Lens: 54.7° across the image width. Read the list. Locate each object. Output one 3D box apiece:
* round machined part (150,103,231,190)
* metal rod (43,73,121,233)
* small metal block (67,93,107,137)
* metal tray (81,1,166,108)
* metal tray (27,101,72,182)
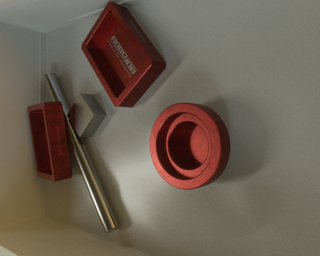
[{"bbox_3d":[0.038,0.020,0.363,0.098,0.042,0.097,0,90,39],"label":"round machined part"},{"bbox_3d":[-0.136,0.029,0.516,0.025,0.025,0.299,-42,65,31],"label":"metal rod"},{"bbox_3d":[-0.120,-0.020,0.503,0.050,0.025,0.050,-52,60,27],"label":"small metal block"},{"bbox_3d":[-0.057,-0.105,0.448,0.090,0.030,0.130,-46,63,29],"label":"metal tray"},{"bbox_3d":[-0.193,0.022,0.537,0.090,0.030,0.129,-2,96,51],"label":"metal tray"}]
